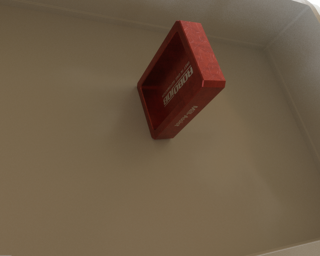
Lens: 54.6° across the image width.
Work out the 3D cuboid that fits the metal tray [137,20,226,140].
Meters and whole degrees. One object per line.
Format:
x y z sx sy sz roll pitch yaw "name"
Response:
0.018 -0.053 0.380 0.030 0.129 0.090 -3 64 -30 "metal tray"
